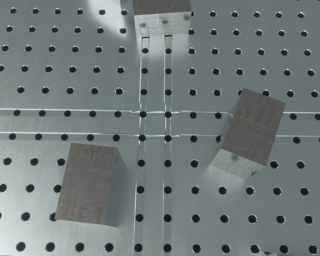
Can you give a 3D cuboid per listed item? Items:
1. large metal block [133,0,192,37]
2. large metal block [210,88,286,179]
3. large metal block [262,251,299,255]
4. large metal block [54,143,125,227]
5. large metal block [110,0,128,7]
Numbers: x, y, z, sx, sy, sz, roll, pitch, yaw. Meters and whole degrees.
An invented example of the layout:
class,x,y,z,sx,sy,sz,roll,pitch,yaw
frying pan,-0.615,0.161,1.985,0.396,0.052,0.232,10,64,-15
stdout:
class,x,y,z,sx,sy,sz,roll,pitch,yaw
large metal block,0.000,-0.188,0.467,0.081,0.050,0.080,-5,70,-2
large metal block,0.104,0.010,0.380,0.050,0.080,0.080,22,72,7
large metal block,0.158,0.182,0.334,0.080,0.050,0.080,7,70,2
large metal block,-0.075,0.069,0.356,0.050,0.080,0.080,6,70,2
large metal block,-0.079,-0.248,0.472,0.080,0.080,0.050,36,74,12
